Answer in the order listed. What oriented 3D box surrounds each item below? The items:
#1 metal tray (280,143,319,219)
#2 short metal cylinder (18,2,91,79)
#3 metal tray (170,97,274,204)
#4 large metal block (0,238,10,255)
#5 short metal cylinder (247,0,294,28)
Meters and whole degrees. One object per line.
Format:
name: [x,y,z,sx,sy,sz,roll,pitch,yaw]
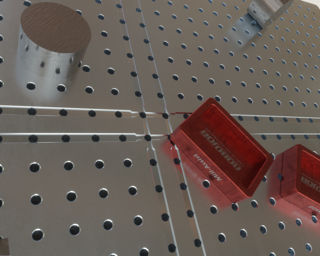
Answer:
metal tray: [0.253,0.093,0.483,0.131,0.030,0.090,29,52,-10]
short metal cylinder: [-0.132,-0.109,0.387,0.081,0.050,0.080,14,56,-21]
metal tray: [0.089,0.029,0.434,0.130,0.030,0.091,46,51,3]
large metal block: [-0.151,0.120,0.218,0.081,0.080,0.050,-4,64,-30]
short metal cylinder: [0.233,-0.259,0.656,0.081,0.080,0.050,-32,80,-38]
